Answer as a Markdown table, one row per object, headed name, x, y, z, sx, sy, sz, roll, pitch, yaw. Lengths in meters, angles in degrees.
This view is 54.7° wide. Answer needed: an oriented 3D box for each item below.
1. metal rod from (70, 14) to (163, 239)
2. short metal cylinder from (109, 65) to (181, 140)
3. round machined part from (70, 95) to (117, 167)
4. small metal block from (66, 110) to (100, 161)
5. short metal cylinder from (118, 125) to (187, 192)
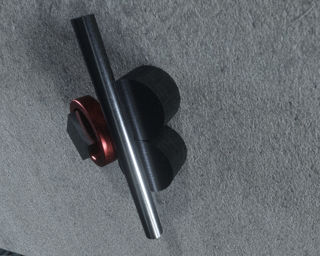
| name | x | y | z | sx | sy | sz | roll | pitch | yaw |
| --- | --- | --- | --- | --- | --- | --- | --- | --- | --- |
| metal rod | -0.044 | 0.017 | 0.378 | 0.025 | 0.025 | 0.298 | -1 | 118 | 29 |
| short metal cylinder | -0.021 | -0.032 | 0.384 | 0.080 | 0.050 | 0.079 | 13 | 124 | 21 |
| round machined part | -0.081 | 0.001 | 0.424 | 0.098 | 0.042 | 0.097 | 40 | 143 | 39 |
| small metal block | -0.101 | 0.009 | 0.415 | 0.050 | 0.025 | 0.050 | 57 | 151 | 14 |
| short metal cylinder | -0.010 | 0.039 | 0.421 | 0.080 | 0.050 | 0.079 | 13 | 123 | 21 |
